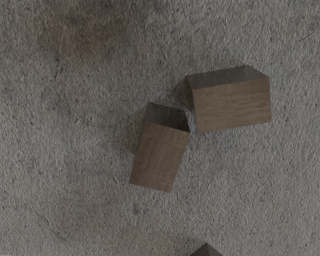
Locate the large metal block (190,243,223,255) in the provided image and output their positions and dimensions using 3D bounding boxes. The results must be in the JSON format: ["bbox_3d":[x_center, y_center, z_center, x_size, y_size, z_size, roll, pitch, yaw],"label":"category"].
[{"bbox_3d":[0.075,0.243,0.487,0.080,0.050,0.080,42,105,-14],"label":"large metal block"}]

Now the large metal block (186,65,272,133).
[{"bbox_3d":[0.078,-0.037,0.367,0.080,0.080,0.050,-9,110,3],"label":"large metal block"}]

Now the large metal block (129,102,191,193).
[{"bbox_3d":[-0.001,0.021,0.388,0.050,0.080,0.079,15,109,-6],"label":"large metal block"}]
